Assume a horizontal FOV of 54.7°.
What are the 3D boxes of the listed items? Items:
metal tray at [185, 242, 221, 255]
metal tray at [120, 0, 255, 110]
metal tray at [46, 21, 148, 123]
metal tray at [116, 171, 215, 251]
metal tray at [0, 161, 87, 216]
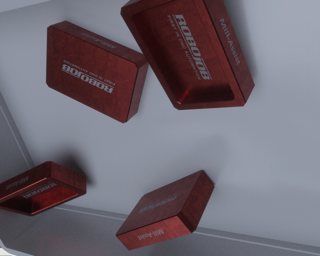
[{"bbox_3d":[0.095,0.253,0.513,0.130,0.030,0.089,24,127,12],"label":"metal tray"},{"bbox_3d":[0.030,-0.078,0.310,0.090,0.030,0.130,-1,133,41],"label":"metal tray"},{"bbox_3d":[-0.086,-0.072,0.404,0.130,0.030,0.089,26,127,11],"label":"metal tray"},{"bbox_3d":[0.006,0.116,0.433,0.130,0.090,0.030,-31,101,37],"label":"metal tray"},{"bbox_3d":[-0.202,0.105,0.518,0.130,0.030,0.090,-25,144,18],"label":"metal tray"}]
